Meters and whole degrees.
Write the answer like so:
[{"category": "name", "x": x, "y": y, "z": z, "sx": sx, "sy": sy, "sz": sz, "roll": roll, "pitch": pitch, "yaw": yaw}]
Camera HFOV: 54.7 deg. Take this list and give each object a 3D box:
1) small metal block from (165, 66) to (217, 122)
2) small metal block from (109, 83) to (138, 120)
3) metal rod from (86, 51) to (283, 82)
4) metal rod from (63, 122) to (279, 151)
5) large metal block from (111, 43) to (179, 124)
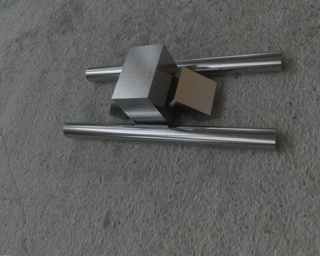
[{"category": "small metal block", "x": 0.040, "y": -0.042, "z": 0.391, "sx": 0.025, "sy": 0.050, "sz": 0.050, "roll": -39, "pitch": 32, "yaw": 60}, {"category": "small metal block", "x": -0.051, "y": -0.046, "z": 0.441, "sx": 0.025, "sy": 0.050, "sz": 0.050, "roll": 18, "pitch": 66, "yaw": -7}, {"category": "metal rod", "x": 0.017, "y": -0.085, "z": 0.447, "sx": 0.300, "sy": 0.025, "sz": 0.025, "roll": 2, "pitch": 63, "yaw": 28}, {"category": "metal rod", "x": -0.007, "y": 0.008, "z": 0.403, "sx": 0.300, "sy": 0.025, "sz": 0.025, "roll": 2, "pitch": 63, "yaw": 28}, {"category": "large metal block", "x": -0.010, "y": -0.051, "z": 0.408, "sx": 0.050, "sy": 0.080, "sz": 0.080, "roll": 1, "pitch": 62, "yaw": 28}]
